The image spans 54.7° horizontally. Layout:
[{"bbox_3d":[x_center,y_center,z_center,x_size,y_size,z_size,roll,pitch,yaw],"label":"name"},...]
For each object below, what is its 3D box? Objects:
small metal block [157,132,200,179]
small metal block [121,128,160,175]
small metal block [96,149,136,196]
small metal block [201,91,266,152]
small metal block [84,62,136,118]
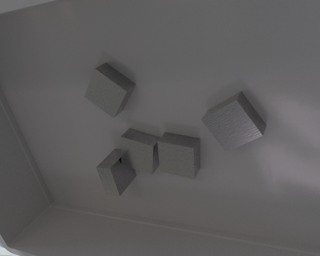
[{"bbox_3d":[0.026,0.037,0.418,0.050,0.025,0.050,10,123,23],"label":"small metal block"},{"bbox_3d":[-0.028,0.033,0.444,0.050,0.025,0.050,16,125,19],"label":"small metal block"},{"bbox_3d":[-0.065,0.066,0.468,0.025,0.050,0.050,1,119,28],"label":"small metal block"},{"bbox_3d":[0.086,-0.006,0.360,0.050,0.025,0.050,-32,101,38],"label":"small metal block"},{"bbox_3d":[-0.067,-0.050,0.413,0.050,0.025,0.050,36,129,4],"label":"small metal block"}]
